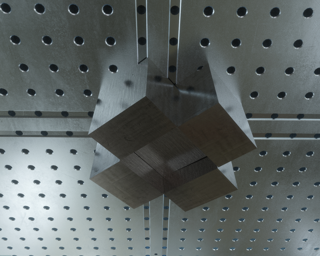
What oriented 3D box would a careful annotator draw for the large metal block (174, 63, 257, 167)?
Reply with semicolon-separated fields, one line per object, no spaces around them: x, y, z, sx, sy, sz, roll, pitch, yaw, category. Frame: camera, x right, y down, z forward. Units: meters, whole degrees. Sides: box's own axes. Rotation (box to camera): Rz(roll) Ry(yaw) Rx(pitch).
0.063;-0.015;0.363;0.050;0.080;0.080;-32;124;23;large metal block

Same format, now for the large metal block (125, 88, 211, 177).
0.012;0.007;0.400;0.080;0.050;0.080;-30;123;25;large metal block

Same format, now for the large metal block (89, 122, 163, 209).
-0.041;0.047;0.415;0.050;0.080;0.080;-32;124;24;large metal block

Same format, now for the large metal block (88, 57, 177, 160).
-0.029;-0.023;0.356;0.080;0.080;0.050;-31;124;24;large metal block

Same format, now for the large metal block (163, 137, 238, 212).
0.051;0.055;0.424;0.080;0.080;0.050;-30;124;23;large metal block
